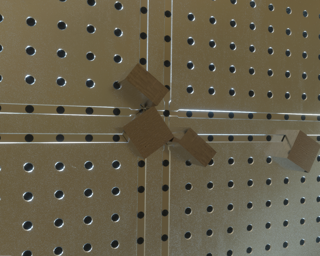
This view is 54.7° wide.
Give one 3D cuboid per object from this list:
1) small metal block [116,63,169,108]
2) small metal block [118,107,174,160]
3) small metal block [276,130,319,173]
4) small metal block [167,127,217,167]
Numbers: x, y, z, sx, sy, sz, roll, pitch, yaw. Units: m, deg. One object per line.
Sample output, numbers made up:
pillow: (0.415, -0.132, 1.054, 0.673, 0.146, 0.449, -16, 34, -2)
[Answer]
small metal block: (-0.023, -0.052, 0.392, 0.050, 0.050, 0.025, 39, 77, -16)
small metal block: (-0.018, 0.005, 0.407, 0.050, 0.025, 0.050, -37, 102, -17)
small metal block: (0.222, 0.037, 0.497, 0.050, 0.025, 0.050, 32, 80, -18)
small metal block: (0.039, 0.025, 0.415, 0.050, 0.050, 0.025, 42, 77, -16)
